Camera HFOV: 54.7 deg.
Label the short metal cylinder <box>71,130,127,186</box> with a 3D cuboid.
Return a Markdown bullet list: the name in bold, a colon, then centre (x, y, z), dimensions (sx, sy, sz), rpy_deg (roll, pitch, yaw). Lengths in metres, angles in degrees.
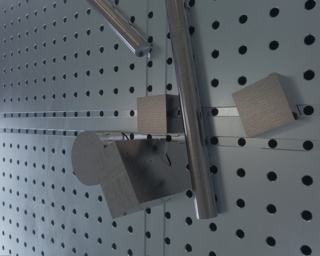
- **short metal cylinder**: centre (-0.088, 0.043, 0.466), dimensions (0.080, 0.050, 0.079), rpy_deg (0, 90, 40)

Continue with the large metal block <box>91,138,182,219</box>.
- **large metal block**: centre (-0.029, 0.061, 0.398), dimensions (0.050, 0.081, 0.080), rpy_deg (-37, 67, 34)

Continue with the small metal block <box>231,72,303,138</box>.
- **small metal block**: centre (0.109, -0.022, 0.319), dimensions (0.050, 0.025, 0.050), rpy_deg (-26, 74, 37)

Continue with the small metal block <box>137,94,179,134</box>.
- **small metal block**: centre (-0.003, -0.017, 0.412), dimensions (0.050, 0.025, 0.050), rpy_deg (-3, 88, 40)

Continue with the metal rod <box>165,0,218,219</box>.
- **metal rod**: centre (0.035, -0.043, 0.380), dimensions (0.025, 0.025, 0.298), rpy_deg (-13, 82, 39)

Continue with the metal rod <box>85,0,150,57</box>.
- **metal rod**: centre (-0.108, -0.211, 0.498), dimensions (0.300, 0.025, 0.025), rpy_deg (51, 120, 28)
